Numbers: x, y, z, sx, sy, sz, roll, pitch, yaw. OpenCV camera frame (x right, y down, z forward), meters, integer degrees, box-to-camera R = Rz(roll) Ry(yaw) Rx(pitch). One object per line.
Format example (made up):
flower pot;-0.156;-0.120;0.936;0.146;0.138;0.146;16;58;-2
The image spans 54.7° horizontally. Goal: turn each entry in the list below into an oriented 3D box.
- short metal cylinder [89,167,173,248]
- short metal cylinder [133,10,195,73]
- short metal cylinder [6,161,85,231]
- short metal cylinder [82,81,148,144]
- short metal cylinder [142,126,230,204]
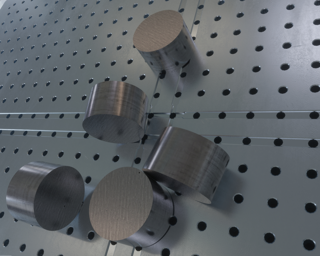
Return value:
short metal cylinder;-0.032;0.090;0.352;0.080;0.050;0.080;-14;57;22
short metal cylinder;0.007;-0.130;0.469;0.080;0.050;0.080;-13;56;21
short metal cylinder;-0.144;0.085;0.396;0.050;0.080;0.080;4;64;30
short metal cylinder;-0.058;-0.019;0.415;0.080;0.080;0.050;-8;58;24
short metal cylinder;0.028;0.040;0.334;0.080;0.080;0.050;16;70;34
